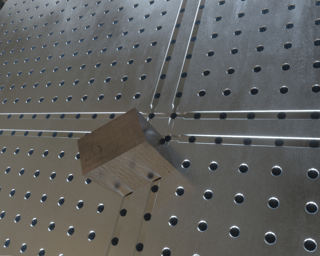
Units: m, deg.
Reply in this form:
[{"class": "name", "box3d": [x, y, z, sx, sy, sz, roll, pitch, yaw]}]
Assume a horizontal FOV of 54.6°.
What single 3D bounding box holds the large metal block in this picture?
[{"class": "large metal block", "box3d": [-0.039, 0.033, 0.374, 0.080, 0.080, 0.050, -29, 52, 10]}]
